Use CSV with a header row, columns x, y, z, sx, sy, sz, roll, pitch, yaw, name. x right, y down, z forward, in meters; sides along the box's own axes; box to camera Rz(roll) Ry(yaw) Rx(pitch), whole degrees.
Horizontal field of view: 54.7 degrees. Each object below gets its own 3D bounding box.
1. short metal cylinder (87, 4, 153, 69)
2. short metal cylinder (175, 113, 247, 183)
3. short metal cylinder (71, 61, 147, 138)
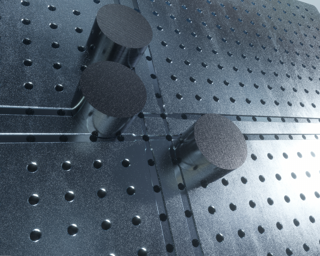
x,y,z,sx,sy,sz,roll,pitch,yaw,name
-0.057,-0.128,0.441,0.081,0.050,0.080,14,56,-21,short metal cylinder
0.068,0.027,0.414,0.081,0.050,0.080,14,56,-21,short metal cylinder
-0.063,-0.035,0.381,0.081,0.050,0.080,14,56,-21,short metal cylinder
